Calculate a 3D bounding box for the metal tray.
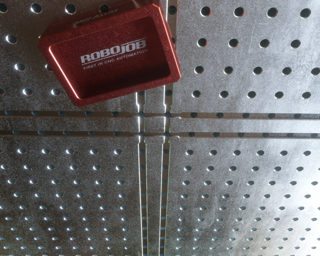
[{"bbox_3d":[-0.051,-0.080,0.339,0.131,0.030,0.090,-14,129,10],"label":"metal tray"}]
